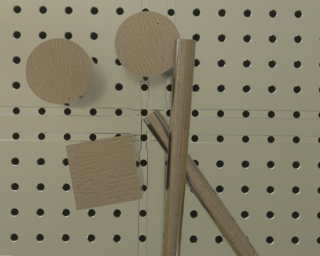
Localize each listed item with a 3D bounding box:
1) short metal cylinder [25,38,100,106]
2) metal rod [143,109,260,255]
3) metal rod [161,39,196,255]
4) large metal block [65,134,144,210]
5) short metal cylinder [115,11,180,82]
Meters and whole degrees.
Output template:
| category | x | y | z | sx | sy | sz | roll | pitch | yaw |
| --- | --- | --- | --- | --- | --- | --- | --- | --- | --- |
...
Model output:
| category | x | y | z | sx | sy | sz | roll | pitch | yaw |
| --- | --- | --- | --- | --- | --- | --- | --- | --- | --- |
| short metal cylinder | -0.123 | -0.069 | 0.400 | 0.081 | 0.050 | 0.079 | 0 | 90 | 0 |
| metal rod | 0.072 | 0.105 | 0.413 | 0.025 | 0.025 | 0.299 | -35 | 90 | 0 |
| metal rod | 0.021 | 0.044 | 0.388 | 0.025 | 0.025 | 0.298 | 3 | 100 | 0 |
| large metal block | -0.068 | 0.054 | 0.400 | 0.080 | 0.050 | 0.080 | -10 | 90 | 0 |
| short metal cylinder | -0.015 | -0.102 | 0.401 | 0.081 | 0.050 | 0.079 | 0 | 90 | 0 |
